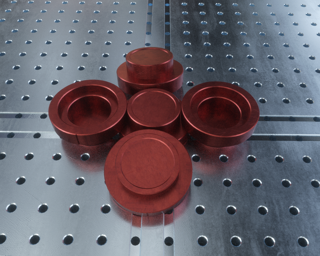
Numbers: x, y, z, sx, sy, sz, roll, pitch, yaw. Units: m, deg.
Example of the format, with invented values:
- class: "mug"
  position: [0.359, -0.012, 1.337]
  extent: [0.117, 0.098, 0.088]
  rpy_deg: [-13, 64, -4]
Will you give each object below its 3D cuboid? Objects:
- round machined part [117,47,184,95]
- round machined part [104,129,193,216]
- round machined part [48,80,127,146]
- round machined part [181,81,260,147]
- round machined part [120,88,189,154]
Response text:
- class: "round machined part"
  position: [-0.014, -0.087, 0.455]
  extent: [0.099, 0.042, 0.098]
  rpy_deg: [-1, 36, 1]
- class: "round machined part"
  position: [-0.013, 0.045, 0.344]
  extent: [0.099, 0.042, 0.098]
  rpy_deg: [0, 65, 0]
- class: "round machined part"
  position: [-0.091, -0.016, 0.408]
  extent: [0.099, 0.042, 0.098]
  rpy_deg: [0, 50, 0]
- class: "round machined part"
  position: [0.077, -0.014, 0.408]
  extent: [0.099, 0.042, 0.098]
  rpy_deg: [0, 50, 0]
- class: "round machined part"
  position: [-0.008, -0.015, 0.407]
  extent: [0.099, 0.042, 0.098]
  rpy_deg: [0, 50, 0]
